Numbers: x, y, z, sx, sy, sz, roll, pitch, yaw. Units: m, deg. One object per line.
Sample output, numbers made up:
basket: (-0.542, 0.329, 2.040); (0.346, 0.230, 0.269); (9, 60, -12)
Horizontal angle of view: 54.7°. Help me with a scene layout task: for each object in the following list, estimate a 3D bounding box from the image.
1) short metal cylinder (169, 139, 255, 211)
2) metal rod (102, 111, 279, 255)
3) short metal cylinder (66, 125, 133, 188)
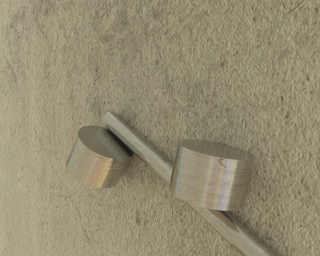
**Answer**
short metal cylinder: (0.053, 0.046, 0.324); (0.080, 0.081, 0.050); (16, 100, 38)
metal rod: (0.022, 0.065, 0.384); (0.300, 0.025, 0.025); (39, 114, 32)
short metal cylinder: (-0.085, 0.039, 0.436); (0.080, 0.081, 0.050); (41, 115, 32)
